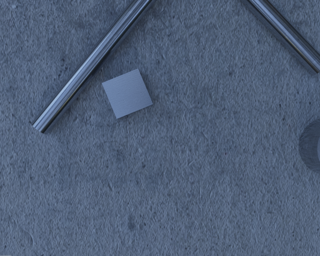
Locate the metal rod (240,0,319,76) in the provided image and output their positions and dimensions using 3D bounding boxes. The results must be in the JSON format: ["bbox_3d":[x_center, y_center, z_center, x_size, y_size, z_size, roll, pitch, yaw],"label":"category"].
[{"bbox_3d":[0.110,-0.187,0.411,0.025,0.025,0.300,-44,91,0],"label":"metal rod"}]

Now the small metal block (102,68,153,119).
[{"bbox_3d":[-0.042,-0.044,0.409,0.050,0.025,0.050,-22,90,-1],"label":"small metal block"}]

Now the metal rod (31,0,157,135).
[{"bbox_3d":[-0.064,-0.115,0.409,0.025,0.025,0.300,39,90,-1],"label":"metal rod"}]

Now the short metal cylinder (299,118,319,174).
[{"bbox_3d":[0.231,0.025,0.401,0.081,0.050,0.079,0,90,-1],"label":"short metal cylinder"}]
